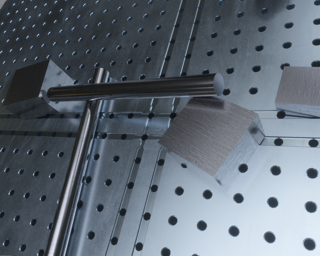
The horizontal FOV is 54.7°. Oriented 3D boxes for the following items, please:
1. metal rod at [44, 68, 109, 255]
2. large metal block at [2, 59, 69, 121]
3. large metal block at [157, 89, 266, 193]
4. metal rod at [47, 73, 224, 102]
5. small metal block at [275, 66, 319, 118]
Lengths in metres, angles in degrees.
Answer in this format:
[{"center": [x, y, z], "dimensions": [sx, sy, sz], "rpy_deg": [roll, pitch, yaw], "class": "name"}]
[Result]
[{"center": [-0.114, 0.038, 0.444], "dimensions": [0.025, 0.025, 0.299], "rpy_deg": [-7, 58, 25], "class": "metal rod"}, {"center": [-0.217, -0.066, 0.547], "dimensions": [0.080, 0.050, 0.080], "rpy_deg": [-10, 57, 22], "class": "large metal block"}, {"center": [0.059, 0.013, 0.353], "dimensions": [0.080, 0.050, 0.080], "rpy_deg": [30, 78, 37], "class": "large metal block"}, {"center": [-0.056, -0.051, 0.423], "dimensions": [0.300, 0.025, 0.025], "rpy_deg": [2, 63, 37], "class": "metal rod"}, {"center": [0.162, -0.041, 0.348], "dimensions": [0.050, 0.025, 0.050], "rpy_deg": [9, 66, 32], "class": "small metal block"}]
